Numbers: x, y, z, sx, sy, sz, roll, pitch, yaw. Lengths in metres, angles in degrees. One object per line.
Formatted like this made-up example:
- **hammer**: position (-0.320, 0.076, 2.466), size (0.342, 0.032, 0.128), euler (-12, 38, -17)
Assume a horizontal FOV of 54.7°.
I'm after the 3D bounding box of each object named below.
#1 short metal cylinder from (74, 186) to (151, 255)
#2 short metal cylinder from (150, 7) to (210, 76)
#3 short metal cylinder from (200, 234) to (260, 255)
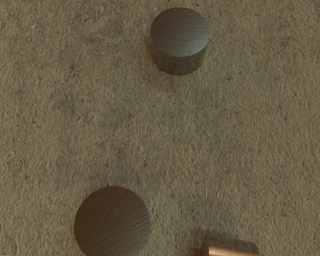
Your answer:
- **short metal cylinder**: position (-0.051, 0.110, 0.354), size (0.081, 0.050, 0.080), euler (0, 70, 0)
- **short metal cylinder**: position (0.027, -0.122, 0.439), size (0.081, 0.050, 0.080), euler (0, 70, 0)
- **short metal cylinder**: position (0.069, 0.156, 0.322), size (0.050, 0.080, 0.080), euler (9, 70, 3)
